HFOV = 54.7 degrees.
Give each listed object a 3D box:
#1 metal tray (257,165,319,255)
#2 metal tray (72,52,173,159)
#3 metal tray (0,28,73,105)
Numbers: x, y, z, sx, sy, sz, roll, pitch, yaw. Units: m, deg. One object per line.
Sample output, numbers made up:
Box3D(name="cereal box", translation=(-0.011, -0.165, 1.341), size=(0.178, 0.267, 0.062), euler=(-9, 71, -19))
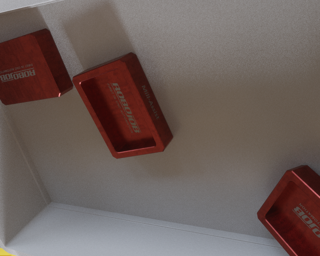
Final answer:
Box3D(name="metal tray", translation=(0.177, 0.116, 0.339), size=(0.130, 0.030, 0.089), euler=(52, 139, 38))
Box3D(name="metal tray", translation=(-0.049, -0.025, 0.414), size=(0.090, 0.030, 0.129), euler=(-12, 113, 33))
Box3D(name="metal tray", translation=(-0.200, -0.086, 0.455), size=(0.130, 0.030, 0.089), euler=(-4, 117, 30))
